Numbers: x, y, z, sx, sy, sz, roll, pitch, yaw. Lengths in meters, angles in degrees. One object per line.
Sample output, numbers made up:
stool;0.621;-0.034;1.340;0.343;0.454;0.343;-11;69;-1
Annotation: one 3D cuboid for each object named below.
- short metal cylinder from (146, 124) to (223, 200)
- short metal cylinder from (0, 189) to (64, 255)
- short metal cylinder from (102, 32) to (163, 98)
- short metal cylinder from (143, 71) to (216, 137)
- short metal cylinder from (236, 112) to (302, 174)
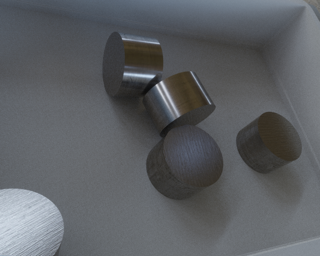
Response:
short metal cylinder;0.030;0.042;0.381;0.081;0.050;0.080;14;56;-21
short metal cylinder;-0.123;0.096;0.248;0.081;0.050;0.080;15;34;-10
short metal cylinder;-0.037;-0.080;0.400;0.050;0.080;0.080;0;62;-29
short metal cylinder;0.025;-0.029;0.403;0.081;0.080;0.050;-16;71;-35
short metal cylinder;0.163;0.022;0.467;0.081;0.050;0.080;14;56;-21
